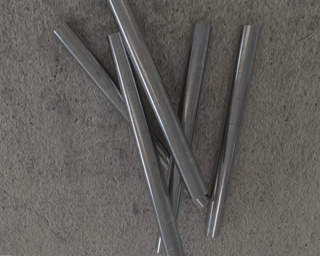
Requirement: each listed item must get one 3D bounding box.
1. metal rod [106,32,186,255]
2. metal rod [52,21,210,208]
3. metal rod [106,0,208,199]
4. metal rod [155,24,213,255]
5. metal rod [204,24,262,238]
[{"bbox_3d":[-0.014,0.033,0.382,0.025,0.025,0.298,-14,95,5],"label":"metal rod"},{"bbox_3d":[-0.027,-0.006,0.407,0.025,0.025,0.300,-35,107,12],"label":"metal rod"},{"bbox_3d":[-0.010,-0.056,0.359,0.025,0.025,0.299,-22,98,8],"label":"metal rod"},{"bbox_3d":[0.028,0.023,0.396,0.025,0.025,0.298,8,102,-3],"label":"metal rod"},{"bbox_3d":[0.093,0.018,0.417,0.025,0.025,0.298,5,110,-2],"label":"metal rod"}]
